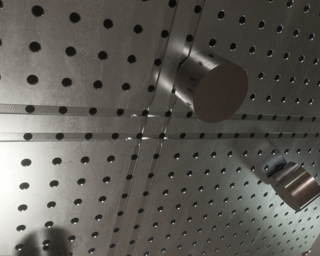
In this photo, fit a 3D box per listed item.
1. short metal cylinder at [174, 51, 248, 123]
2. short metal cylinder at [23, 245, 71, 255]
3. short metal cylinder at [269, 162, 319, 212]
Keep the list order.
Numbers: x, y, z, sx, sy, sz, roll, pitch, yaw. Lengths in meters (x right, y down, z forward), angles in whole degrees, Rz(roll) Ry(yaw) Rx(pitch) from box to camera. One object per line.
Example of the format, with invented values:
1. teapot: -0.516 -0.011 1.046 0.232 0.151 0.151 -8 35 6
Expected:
1. short metal cylinder: 0.065 -0.053 0.400 0.081 0.050 0.079 -14 124 -21
2. short metal cylinder: -0.163 0.215 0.440 0.081 0.050 0.079 -14 125 -21
3. short metal cylinder: 0.254 0.111 0.587 0.050 0.080 0.080 -36 130 -4
